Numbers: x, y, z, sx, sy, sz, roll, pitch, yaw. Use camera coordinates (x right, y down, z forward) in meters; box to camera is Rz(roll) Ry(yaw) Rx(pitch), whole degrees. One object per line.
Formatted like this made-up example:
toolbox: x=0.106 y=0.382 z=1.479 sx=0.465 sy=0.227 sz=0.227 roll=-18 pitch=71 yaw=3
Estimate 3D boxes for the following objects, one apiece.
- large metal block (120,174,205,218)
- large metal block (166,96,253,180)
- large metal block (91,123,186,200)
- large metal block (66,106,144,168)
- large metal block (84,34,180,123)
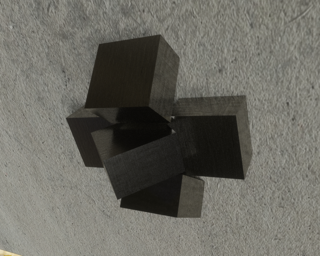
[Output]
large metal block: x=0.006 y=0.088 z=0.415 sx=0.080 sy=0.080 sz=0.050 roll=2 pitch=76 yaw=28
large metal block: x=0.059 y=0.010 z=0.363 sx=0.080 sy=0.050 sz=0.080 roll=0 pitch=119 yaw=28
large metal block: x=-0.028 y=0.027 z=0.360 sx=0.080 sy=0.081 sz=0.050 roll=-137 pitch=29 yaw=-61
large metal block: x=-0.072 y=0.009 z=0.434 sx=0.080 sy=0.050 sz=0.080 roll=0 pitch=118 yaw=28
large metal block: x=-0.029 y=-0.051 z=0.348 sx=0.080 sy=0.080 sz=0.050 roll=0 pitch=162 yaw=28
